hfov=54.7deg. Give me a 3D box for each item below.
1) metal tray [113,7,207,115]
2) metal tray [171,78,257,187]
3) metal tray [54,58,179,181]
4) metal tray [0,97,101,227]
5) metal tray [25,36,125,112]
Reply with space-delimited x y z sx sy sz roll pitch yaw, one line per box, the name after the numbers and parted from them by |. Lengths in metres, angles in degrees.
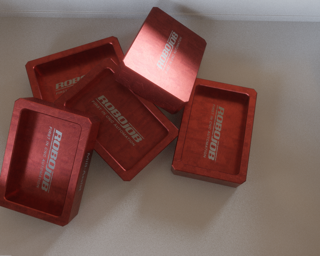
0.006 -0.091 0.402 0.090 0.030 0.130 31 51 -13 | metal tray
0.071 0.004 0.405 0.090 0.030 0.130 12 70 4 | metal tray
-0.052 -0.010 0.385 0.090 0.030 0.130 -43 91 -8 | metal tray
-0.130 0.038 0.359 0.090 0.030 0.129 16 99 5 | metal tray
-0.107 -0.066 0.428 0.131 0.030 0.090 -19 71 -8 | metal tray
